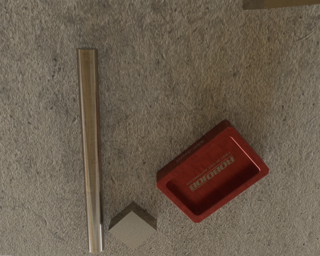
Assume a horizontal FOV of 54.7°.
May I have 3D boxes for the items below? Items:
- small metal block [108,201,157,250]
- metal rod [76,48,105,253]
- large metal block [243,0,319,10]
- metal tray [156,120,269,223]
[{"bbox_3d":[-0.040,0.146,0.463,0.050,0.025,0.050,-43,105,14],"label":"small metal block"},{"bbox_3d":[-0.093,0.044,0.424,0.025,0.025,0.298,2,110,-1],"label":"metal rod"},{"bbox_3d":[0.138,-0.155,0.325,0.080,0.080,0.050,-5,110,1],"label":"large metal block"},{"bbox_3d":[0.071,0.063,0.431,0.130,0.030,0.090,-40,106,13],"label":"metal tray"}]
